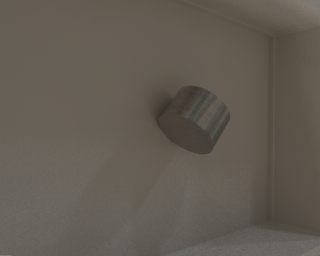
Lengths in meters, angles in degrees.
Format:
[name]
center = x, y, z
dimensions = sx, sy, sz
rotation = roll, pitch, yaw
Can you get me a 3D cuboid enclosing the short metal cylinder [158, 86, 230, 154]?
[short metal cylinder]
center = 0.045, -0.010, 0.411
dimensions = 0.080, 0.080, 0.050
rotation = 50, 60, -29
